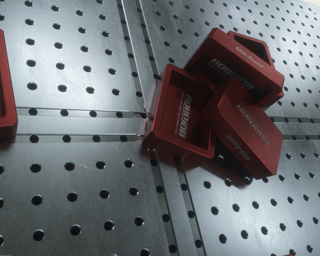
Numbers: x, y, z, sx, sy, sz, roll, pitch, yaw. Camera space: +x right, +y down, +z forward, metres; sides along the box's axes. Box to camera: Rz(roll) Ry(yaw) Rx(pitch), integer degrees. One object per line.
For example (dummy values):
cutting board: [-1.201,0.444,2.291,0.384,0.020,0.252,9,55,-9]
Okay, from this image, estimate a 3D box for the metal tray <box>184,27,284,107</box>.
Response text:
metal tray: [0.107,-0.078,0.471,0.130,0.090,0.030,34,51,-6]

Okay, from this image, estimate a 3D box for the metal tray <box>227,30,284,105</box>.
metal tray: [0.163,-0.108,0.557,0.091,0.030,0.130,8,58,-24]

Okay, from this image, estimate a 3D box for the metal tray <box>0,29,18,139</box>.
metal tray: [-0.207,-0.049,0.323,0.091,0.030,0.130,-6,65,-31]

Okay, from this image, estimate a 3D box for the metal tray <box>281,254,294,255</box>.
metal tray: [0.131,0.216,0.343,0.091,0.030,0.130,2,61,-27]

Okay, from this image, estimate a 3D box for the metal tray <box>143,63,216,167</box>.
metal tray: [0.034,-0.021,0.435,0.090,0.030,0.130,22,53,-15]

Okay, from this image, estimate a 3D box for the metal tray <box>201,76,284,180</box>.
metal tray: [0.123,-0.001,0.446,0.130,0.030,0.090,47,45,-14]
